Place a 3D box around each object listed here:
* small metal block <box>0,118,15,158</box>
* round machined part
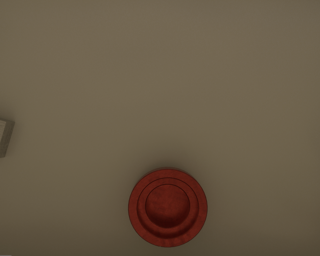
[{"bbox_3d":[-0.228,0.009,0.408,0.050,0.025,0.050,16,90,-1],"label":"small metal block"},{"bbox_3d":[0.010,0.099,0.403,0.099,0.042,0.097,0,90,-1],"label":"round machined part"}]
